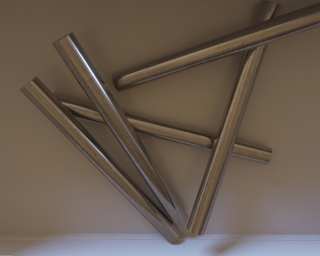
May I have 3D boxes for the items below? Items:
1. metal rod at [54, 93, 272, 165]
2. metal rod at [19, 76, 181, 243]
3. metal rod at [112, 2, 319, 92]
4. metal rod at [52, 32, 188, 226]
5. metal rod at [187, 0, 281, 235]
[{"bbox_3d":[0.003,0.003,0.412,0.302,0.025,0.025,14,110,-6],"label":"metal rod"},{"bbox_3d":[-0.065,0.056,0.414,0.025,0.025,0.300,-34,113,11],"label":"metal rod"},{"bbox_3d":[0.085,-0.096,0.350,0.301,0.025,0.025,-16,110,15],"label":"metal rod"},{"bbox_3d":[-0.036,0.020,0.394,0.025,0.025,0.299,-26,117,9],"label":"metal rod"},{"bbox_3d":[0.088,-0.004,0.388,0.025,0.025,0.298,15,101,-6],"label":"metal rod"}]
